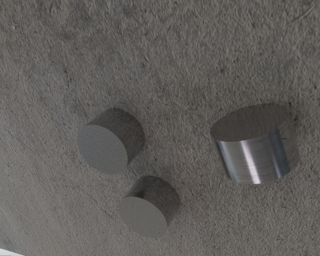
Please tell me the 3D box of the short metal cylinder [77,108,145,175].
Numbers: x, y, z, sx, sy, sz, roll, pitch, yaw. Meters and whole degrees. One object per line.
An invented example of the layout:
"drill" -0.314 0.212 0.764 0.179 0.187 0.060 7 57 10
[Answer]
"short metal cylinder" -0.068 0.019 0.438 0.080 0.050 0.079 13 124 21

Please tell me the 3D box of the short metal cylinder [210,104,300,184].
"short metal cylinder" 0.100 0.015 0.328 0.080 0.080 0.050 -10 113 32

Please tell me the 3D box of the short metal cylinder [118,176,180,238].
"short metal cylinder" -0.016 0.120 0.473 0.080 0.050 0.079 13 124 21
